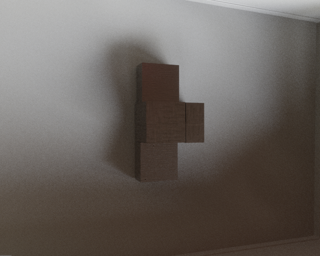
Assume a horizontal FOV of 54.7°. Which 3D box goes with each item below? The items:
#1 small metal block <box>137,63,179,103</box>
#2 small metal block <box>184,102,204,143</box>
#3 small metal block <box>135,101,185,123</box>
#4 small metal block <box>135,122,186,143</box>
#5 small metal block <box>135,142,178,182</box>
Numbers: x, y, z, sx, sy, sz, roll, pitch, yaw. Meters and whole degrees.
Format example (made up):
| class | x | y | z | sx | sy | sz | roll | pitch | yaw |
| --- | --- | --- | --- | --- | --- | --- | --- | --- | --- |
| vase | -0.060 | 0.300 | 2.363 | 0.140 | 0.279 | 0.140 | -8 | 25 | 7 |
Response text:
| class | x | y | z | sx | sy | sz | roll | pitch | yaw |
| --- | --- | --- | --- | --- | --- | --- | --- | --- | --- |
| small metal block | -0.003 | -0.057 | 0.407 | 0.050 | 0.025 | 0.050 | 0 | 90 | -20 |
| small metal block | 0.035 | -0.007 | 0.408 | 0.025 | 0.050 | 0.050 | 0 | 90 | -20 |
| small metal block | -0.001 | -0.019 | 0.395 | 0.050 | 0.050 | 0.025 | 0 | 90 | -20 |
| small metal block | -0.001 | 0.005 | 0.395 | 0.050 | 0.050 | 0.025 | 0 | 90 | -20 |
| small metal block | -0.005 | 0.043 | 0.407 | 0.050 | 0.025 | 0.050 | 0 | 90 | -20 |
